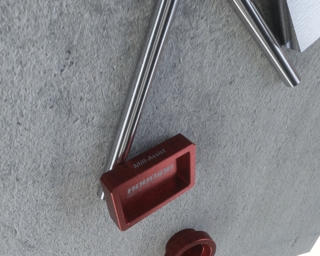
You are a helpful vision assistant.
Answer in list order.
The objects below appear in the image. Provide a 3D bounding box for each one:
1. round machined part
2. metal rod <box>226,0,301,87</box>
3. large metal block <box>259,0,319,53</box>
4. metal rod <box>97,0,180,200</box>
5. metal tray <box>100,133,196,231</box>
[{"bbox_3d":[0.049,0.223,0.563,0.099,0.042,0.097,-14,125,-21],"label":"round machined part"},{"bbox_3d":[0.109,-0.141,0.380,0.025,0.025,0.301,-49,129,6],"label":"metal rod"},{"bbox_3d":[0.183,-0.158,0.395,0.080,0.050,0.080,-41,130,-1],"label":"large metal block"},{"bbox_3d":[-0.027,-0.039,0.369,0.025,0.025,0.298,6,116,-32],"label":"metal rod"},{"bbox_3d":[-0.010,0.073,0.424,0.131,0.030,0.089,-27,134,-25],"label":"metal tray"}]
